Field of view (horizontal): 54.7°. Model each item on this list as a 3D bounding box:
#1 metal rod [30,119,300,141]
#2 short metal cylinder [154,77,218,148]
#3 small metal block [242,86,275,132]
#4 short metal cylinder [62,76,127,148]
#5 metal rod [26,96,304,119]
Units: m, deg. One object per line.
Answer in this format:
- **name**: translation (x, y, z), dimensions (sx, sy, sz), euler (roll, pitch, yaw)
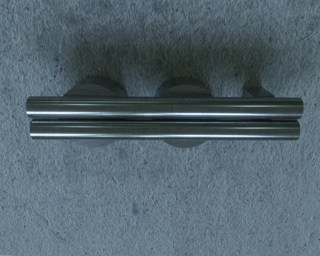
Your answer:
- **metal rod**: translation (0.006, 0.002, 0.358), dimensions (0.302, 0.025, 0.025), euler (0, 110, -1)
- **short metal cylinder**: translation (0.030, -0.021, 0.391), dimensions (0.081, 0.050, 0.079), euler (0, 110, 0)
- **small metal block**: translation (0.121, -0.022, 0.392), dimensions (0.025, 0.050, 0.050), euler (-2, 110, 0)
- **short metal cylinder**: translation (-0.080, -0.021, 0.388), dimensions (0.081, 0.050, 0.079), euler (0, 110, 0)
- **metal rod**: translation (0.006, -0.023, 0.349), dimensions (0.302, 0.025, 0.025), euler (0, 110, -1)
